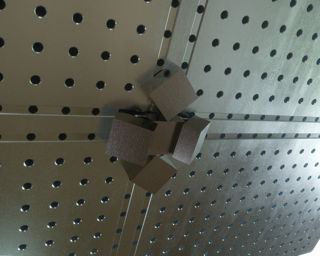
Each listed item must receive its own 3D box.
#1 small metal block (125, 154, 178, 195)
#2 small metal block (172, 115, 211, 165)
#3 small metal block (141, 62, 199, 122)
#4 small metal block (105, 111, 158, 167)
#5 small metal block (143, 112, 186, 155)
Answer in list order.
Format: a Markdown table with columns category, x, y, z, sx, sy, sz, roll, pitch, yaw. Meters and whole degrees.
| category | x | y | z | sx | sy | sz | roll | pitch | yaw |
| --- | --- | --- | --- | --- | --- | --- | --- | --- | --- |
| small metal block | -0.011 | 0.061 | 0.441 | 0.050 | 0.025 | 0.050 | -47 | 128 | 5 |
| small metal block | 0.044 | 0.015 | 0.426 | 0.050 | 0.025 | 0.050 | -36 | 146 | -61 |
| small metal block | 0.013 | -0.045 | 0.390 | 0.050 | 0.025 | 0.050 | -38 | 129 | -3 |
| small metal block | -0.035 | 0.013 | 0.383 | 0.050 | 0.025 | 0.050 | 18 | 114 | 3 |
| small metal block | 0.000 | 0.008 | 0.415 | 0.050 | 0.025 | 0.050 | 1 | 117 | -29 |
